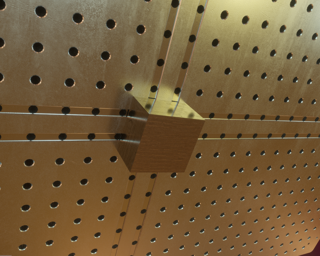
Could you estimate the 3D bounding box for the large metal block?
[{"bbox_3d":[0.000,0.010,0.401,0.081,0.050,0.079,5,116,-31],"label":"large metal block"}]
